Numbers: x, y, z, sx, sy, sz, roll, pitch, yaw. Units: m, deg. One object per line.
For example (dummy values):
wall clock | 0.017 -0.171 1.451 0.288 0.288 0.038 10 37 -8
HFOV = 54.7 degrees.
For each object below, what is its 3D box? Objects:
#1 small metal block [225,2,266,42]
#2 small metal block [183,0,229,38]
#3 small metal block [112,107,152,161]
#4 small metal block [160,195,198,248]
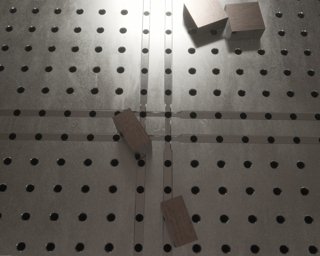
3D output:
small metal block | 0.127 -0.162 0.473 0.050 0.025 0.050 -6 70 -3
small metal block | 0.069 -0.173 0.476 0.050 0.025 0.050 -22 72 -8
small metal block | -0.034 0.009 0.395 0.025 0.050 0.050 -31 73 -11
small metal block | 0.021 0.109 0.359 0.025 0.050 0.050 -18 71 -7
